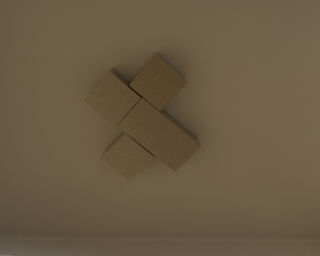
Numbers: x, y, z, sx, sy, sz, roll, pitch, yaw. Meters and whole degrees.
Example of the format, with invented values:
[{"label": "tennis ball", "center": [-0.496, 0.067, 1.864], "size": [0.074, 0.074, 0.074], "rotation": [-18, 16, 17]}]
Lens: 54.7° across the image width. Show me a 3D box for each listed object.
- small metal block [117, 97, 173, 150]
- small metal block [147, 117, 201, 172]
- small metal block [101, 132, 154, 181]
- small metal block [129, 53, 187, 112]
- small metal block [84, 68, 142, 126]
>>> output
[{"label": "small metal block", "center": [-0.019, -0.009, 0.405], "size": [0.050, 0.025, 0.050], "rotation": [40, 105, -14]}, {"label": "small metal block", "center": [0.018, 0.022, 0.417], "size": [0.050, 0.025, 0.050], "rotation": [40, 105, -14]}, {"label": "small metal block", "center": [-0.043, 0.035, 0.422], "size": [0.050, 0.025, 0.050], "rotation": [41, 106, -14]}, {"label": "small metal block", "center": [-0.002, -0.058, 0.387], "size": [0.050, 0.025, 0.050], "rotation": [40, 104, -14]}, {"label": "small metal block", "center": [-0.058, -0.039, 0.394], "size": [0.050, 0.025, 0.050], "rotation": [40, 105, -14]}]
